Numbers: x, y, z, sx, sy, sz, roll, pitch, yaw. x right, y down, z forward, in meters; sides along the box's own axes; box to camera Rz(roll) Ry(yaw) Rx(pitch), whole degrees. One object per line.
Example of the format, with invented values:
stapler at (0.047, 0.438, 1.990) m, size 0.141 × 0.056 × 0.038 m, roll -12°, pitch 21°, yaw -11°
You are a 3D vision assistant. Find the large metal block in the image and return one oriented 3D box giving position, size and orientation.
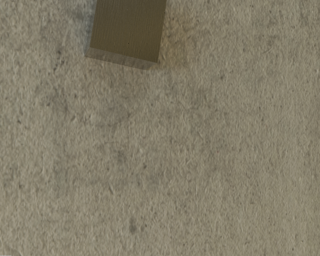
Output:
large metal block at (-0.043, -0.123, 0.380) m, size 0.081 × 0.050 × 0.080 m, roll 9°, pitch 87°, yaw -20°
